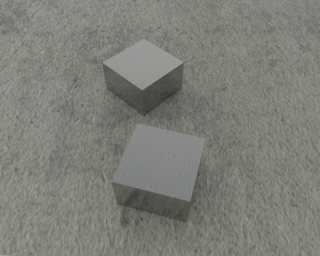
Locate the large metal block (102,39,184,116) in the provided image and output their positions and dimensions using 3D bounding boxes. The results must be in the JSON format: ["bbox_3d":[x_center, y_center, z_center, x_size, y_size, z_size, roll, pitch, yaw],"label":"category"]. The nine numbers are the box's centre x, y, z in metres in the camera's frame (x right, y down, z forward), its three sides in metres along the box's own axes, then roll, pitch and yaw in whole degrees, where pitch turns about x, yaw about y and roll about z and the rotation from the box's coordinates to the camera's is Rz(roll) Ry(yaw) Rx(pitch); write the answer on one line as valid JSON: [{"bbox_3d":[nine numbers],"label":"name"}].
[{"bbox_3d":[-0.023,-0.075,0.450,0.080,0.050,0.080,37,59,26],"label":"large metal block"}]

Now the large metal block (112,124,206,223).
[{"bbox_3d":[0.001,0.049,0.346,0.080,0.050,0.080,12,51,10],"label":"large metal block"}]
